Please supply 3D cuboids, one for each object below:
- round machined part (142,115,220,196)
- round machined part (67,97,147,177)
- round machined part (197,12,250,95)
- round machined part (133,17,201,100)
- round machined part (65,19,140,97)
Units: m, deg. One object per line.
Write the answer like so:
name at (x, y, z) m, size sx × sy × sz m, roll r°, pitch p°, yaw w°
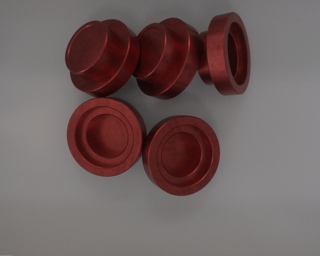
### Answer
round machined part at (0.023, 0.032, 0.391) m, size 0.099 × 0.042 × 0.097 m, roll -2°, pitch 95°, yaw -24°
round machined part at (-0.064, 0.009, 0.394) m, size 0.098 × 0.042 × 0.097 m, roll 2°, pitch 97°, yaw 13°
round machined part at (0.077, -0.089, 0.383) m, size 0.042 × 0.099 × 0.097 m, roll -2°, pitch 90°, yaw 32°
round machined part at (0.000, -0.086, 0.373) m, size 0.042 × 0.098 × 0.097 m, roll 14°, pitch 90°, yaw -39°
round machined part at (-0.076, -0.090, 0.377) m, size 0.098 × 0.042 × 0.098 m, roll -12°, pitch 67°, yaw 30°
